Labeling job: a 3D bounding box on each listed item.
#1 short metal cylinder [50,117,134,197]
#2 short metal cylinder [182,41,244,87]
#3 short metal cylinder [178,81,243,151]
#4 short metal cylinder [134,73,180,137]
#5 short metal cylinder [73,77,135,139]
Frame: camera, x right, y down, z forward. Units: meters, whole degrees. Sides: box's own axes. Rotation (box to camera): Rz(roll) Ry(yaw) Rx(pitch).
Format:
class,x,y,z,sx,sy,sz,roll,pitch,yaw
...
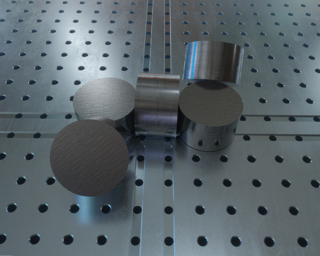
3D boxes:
class,x,y,z,sx,sy,sz,roll,pitch,yaw
short metal cylinder,-0.071,0.029,0.339,0.081,0.050,0.079,0,94,1
short metal cylinder,0.075,-0.088,0.438,0.080,0.080,0.050,7,92,5
short metal cylinder,0.063,-0.016,0.405,0.081,0.050,0.080,0,50,0
short metal cylinder,-0.002,-0.029,0.396,0.050,0.080,0.080,4,50,3
short metal cylinder,-0.069,-0.021,0.407,0.081,0.050,0.080,0,50,0
